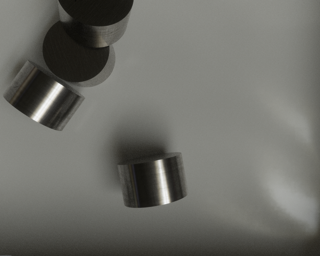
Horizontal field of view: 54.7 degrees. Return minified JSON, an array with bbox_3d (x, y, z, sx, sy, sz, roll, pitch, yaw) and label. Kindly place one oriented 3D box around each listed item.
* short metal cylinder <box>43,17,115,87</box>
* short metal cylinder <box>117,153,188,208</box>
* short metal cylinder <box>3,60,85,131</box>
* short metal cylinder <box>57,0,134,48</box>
[{"bbox_3d":[-0.101,-0.095,0.398,0.081,0.050,0.080,0,90,0],"label":"short metal cylinder"},{"bbox_3d":[-0.009,0.062,0.384,0.080,0.080,0.050,-10,90,0],"label":"short metal cylinder"},{"bbox_3d":[-0.141,-0.040,0.383,0.080,0.080,0.050,35,90,0],"label":"short metal cylinder"},{"bbox_3d":[-0.073,-0.139,0.350,0.081,0.050,0.080,3,78,-13],"label":"short metal cylinder"}]
